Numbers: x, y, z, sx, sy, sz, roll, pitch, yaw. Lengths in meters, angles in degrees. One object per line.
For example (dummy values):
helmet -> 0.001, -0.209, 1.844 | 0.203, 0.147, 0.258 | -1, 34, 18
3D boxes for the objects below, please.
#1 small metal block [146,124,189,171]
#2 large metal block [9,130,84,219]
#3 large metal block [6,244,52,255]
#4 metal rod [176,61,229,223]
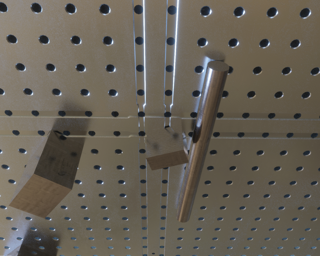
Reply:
small metal block -> 0.009, 0.026, 0.417 | 0.050, 0.050, 0.025 | -13, 129, 11
large metal block -> -0.155, 0.064, 0.428 | 0.050, 0.080, 0.080 | 31, 123, -24
large metal block -> -0.278, 0.293, 0.641 | 0.080, 0.050, 0.080 | 37, 121, -27
metal rod -> 0.053, 0.042, 0.448 | 0.025, 0.025, 0.298 | 4, 130, -4
